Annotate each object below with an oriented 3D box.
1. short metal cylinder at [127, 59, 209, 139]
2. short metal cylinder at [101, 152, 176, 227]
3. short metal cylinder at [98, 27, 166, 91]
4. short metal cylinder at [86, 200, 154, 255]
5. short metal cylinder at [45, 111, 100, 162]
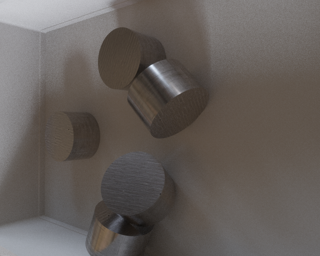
[{"bbox_3d":[0.010,-0.033,0.362,0.080,0.081,0.050,-52,60,27],"label":"short metal cylinder"},{"bbox_3d":[-0.025,0.076,0.385,0.080,0.050,0.080,-9,56,14],"label":"short metal cylinder"},{"bbox_3d":[-0.038,-0.090,0.420,0.080,0.050,0.079,0,90,39],"label":"short metal cylinder"},{"bbox_3d":[-0.053,0.137,0.412,0.080,0.081,0.050,30,110,35],"label":"short metal cylinder"},{"bbox_3d":[-0.144,0.013,0.506,0.080,0.050,0.079,0,90,39],"label":"short metal cylinder"}]
